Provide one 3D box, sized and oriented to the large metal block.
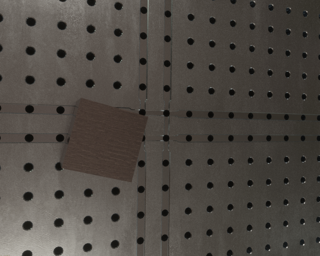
[{"bbox_3d":[-0.069,0.015,0.375,0.081,0.050,0.080,16,85,-20],"label":"large metal block"}]
